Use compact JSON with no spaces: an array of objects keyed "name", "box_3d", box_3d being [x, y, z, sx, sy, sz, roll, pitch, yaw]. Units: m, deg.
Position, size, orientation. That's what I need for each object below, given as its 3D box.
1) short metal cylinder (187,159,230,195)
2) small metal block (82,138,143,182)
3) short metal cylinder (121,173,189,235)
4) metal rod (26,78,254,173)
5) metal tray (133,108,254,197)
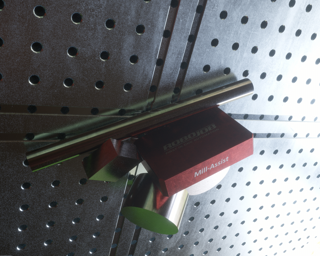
[{"name":"short metal cylinder","box_3d":[0.053,0.050,0.444,0.081,0.050,0.079,-18,135,-19]},{"name":"small metal block","box_3d":[-0.058,0.041,0.384,0.050,0.025,0.050,-39,151,18]},{"name":"short metal cylinder","box_3d":[-0.006,0.104,0.423,0.080,0.080,0.050,56,44,-39]},{"name":"metal rod","box_3d":[-0.011,-0.010,0.394,0.302,0.025,0.025,-20,126,-17]},{"name":"metal tray","box_3d":[0.042,0.025,0.403,0.131,0.090,0.030,-24,127,-14]}]
